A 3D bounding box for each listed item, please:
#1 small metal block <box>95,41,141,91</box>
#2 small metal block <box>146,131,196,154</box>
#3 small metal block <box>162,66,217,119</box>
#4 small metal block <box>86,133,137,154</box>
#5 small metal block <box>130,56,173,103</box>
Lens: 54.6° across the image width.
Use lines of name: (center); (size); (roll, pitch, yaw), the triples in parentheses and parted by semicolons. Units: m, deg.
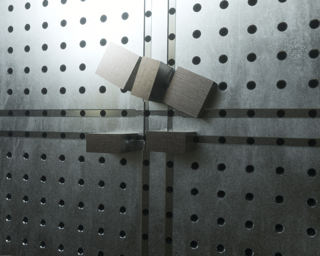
small metal block: (-0.054, -0.086, 0.432); (0.050, 0.025, 0.050); (31, 100, 17)
small metal block: (0.015, 0.017, 0.394); (0.050, 0.050, 0.025); (2, 91, 20)
small metal block: (0.038, -0.045, 0.399); (0.050, 0.025, 0.050); (27, 99, 18)
small metal block: (-0.065, 0.020, 0.423); (0.050, 0.050, 0.025); (0, 90, 20)
small metal block: (-0.009, -0.061, 0.403); (0.025, 0.050, 0.050); (21, 97, 19)
